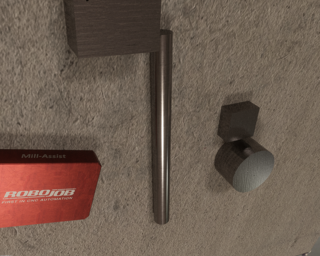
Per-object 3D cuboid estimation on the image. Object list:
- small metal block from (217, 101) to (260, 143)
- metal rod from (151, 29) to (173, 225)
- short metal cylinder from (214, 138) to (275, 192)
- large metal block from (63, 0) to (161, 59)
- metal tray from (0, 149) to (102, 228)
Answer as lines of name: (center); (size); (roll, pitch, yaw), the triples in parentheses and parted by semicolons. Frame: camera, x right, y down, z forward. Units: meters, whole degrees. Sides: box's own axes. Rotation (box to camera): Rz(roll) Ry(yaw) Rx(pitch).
small metal block: (0.118, -0.010, 0.468); (0.050, 0.025, 0.050); (-12, 124, -23)
metal rod: (0.002, 0.020, 0.421); (0.025, 0.025, 0.298); (-14, 125, -21)
short metal cylinder: (0.137, 0.057, 0.503); (0.081, 0.050, 0.079); (-14, 125, -21)
large metal block: (-0.046, -0.116, 0.295); (0.081, 0.050, 0.079); (-11, 123, -23)
metal tray: (-0.145, 0.071, 0.369); (0.131, 0.030, 0.089); (3, 117, -31)
